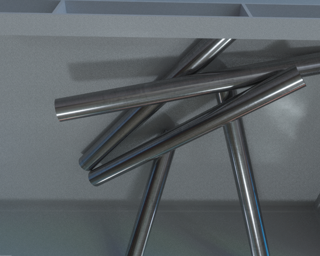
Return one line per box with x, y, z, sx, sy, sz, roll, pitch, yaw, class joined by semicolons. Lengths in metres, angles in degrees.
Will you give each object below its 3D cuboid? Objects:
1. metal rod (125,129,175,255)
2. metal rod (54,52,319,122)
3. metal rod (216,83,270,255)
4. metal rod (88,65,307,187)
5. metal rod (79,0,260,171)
-0.027;0.147;0.431;0.025;0.025;0.298;15;96;-13;metal rod
0.041;-0.047;0.338;0.302;0.025;0.025;-11;130;-4;metal rod
0.114;0.084;0.405;0.025;0.025;0.298;-13;105;10;metal rod
0.024;0.010;0.380;0.300;0.025;0.025;-28;125;27;metal rod
-0.008;-0.033;0.380;0.025;0.025;0.299;34;122;-26;metal rod
